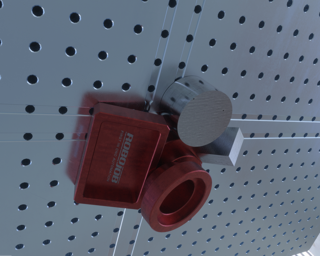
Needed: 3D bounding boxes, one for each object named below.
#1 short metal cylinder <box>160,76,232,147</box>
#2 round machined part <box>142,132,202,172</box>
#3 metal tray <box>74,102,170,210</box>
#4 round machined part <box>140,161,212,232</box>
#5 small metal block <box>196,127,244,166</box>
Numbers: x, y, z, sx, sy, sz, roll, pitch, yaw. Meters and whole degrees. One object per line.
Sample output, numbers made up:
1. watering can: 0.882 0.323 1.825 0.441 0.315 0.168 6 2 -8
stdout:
1. short metal cylinder: 0.047 -0.022 0.408 0.081 0.050 0.079 -14 125 -21
2. round machined part: 0.021 0.058 0.447 0.099 0.042 0.097 -14 125 -21
3. metal tray: -0.051 0.040 0.392 0.091 0.030 0.129 11 113 -18
4. round machined part: 0.016 0.083 0.400 0.099 0.042 0.097 -23 133 -27
5. small metal block: 0.087 0.025 0.448 0.025 0.050 0.050 56 50 -39
